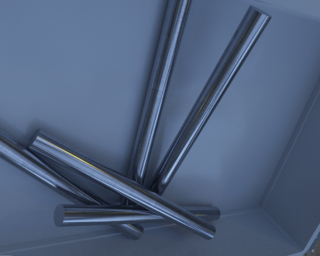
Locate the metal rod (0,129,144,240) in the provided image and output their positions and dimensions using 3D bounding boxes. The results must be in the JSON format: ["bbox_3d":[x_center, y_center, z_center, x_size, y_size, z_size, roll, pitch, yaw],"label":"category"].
[{"bbox_3d":[-0.116,0.072,0.383,0.025,0.025,0.300,-42,128,1],"label":"metal rod"}]

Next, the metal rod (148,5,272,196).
[{"bbox_3d":[0.043,-0.005,0.388,0.025,0.025,0.298,5,128,-31],"label":"metal rod"}]

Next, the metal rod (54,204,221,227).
[{"bbox_3d":[-0.008,0.127,0.455,0.302,0.025,0.025,14,111,-43],"label":"metal rod"}]

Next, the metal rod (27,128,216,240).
[{"bbox_3d":[-0.031,0.087,0.412,0.301,0.025,0.025,35,99,-29],"label":"metal rod"}]

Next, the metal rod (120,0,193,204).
[{"bbox_3d":[-0.011,-0.013,0.393,0.025,0.025,0.298,1,118,-29],"label":"metal rod"}]
